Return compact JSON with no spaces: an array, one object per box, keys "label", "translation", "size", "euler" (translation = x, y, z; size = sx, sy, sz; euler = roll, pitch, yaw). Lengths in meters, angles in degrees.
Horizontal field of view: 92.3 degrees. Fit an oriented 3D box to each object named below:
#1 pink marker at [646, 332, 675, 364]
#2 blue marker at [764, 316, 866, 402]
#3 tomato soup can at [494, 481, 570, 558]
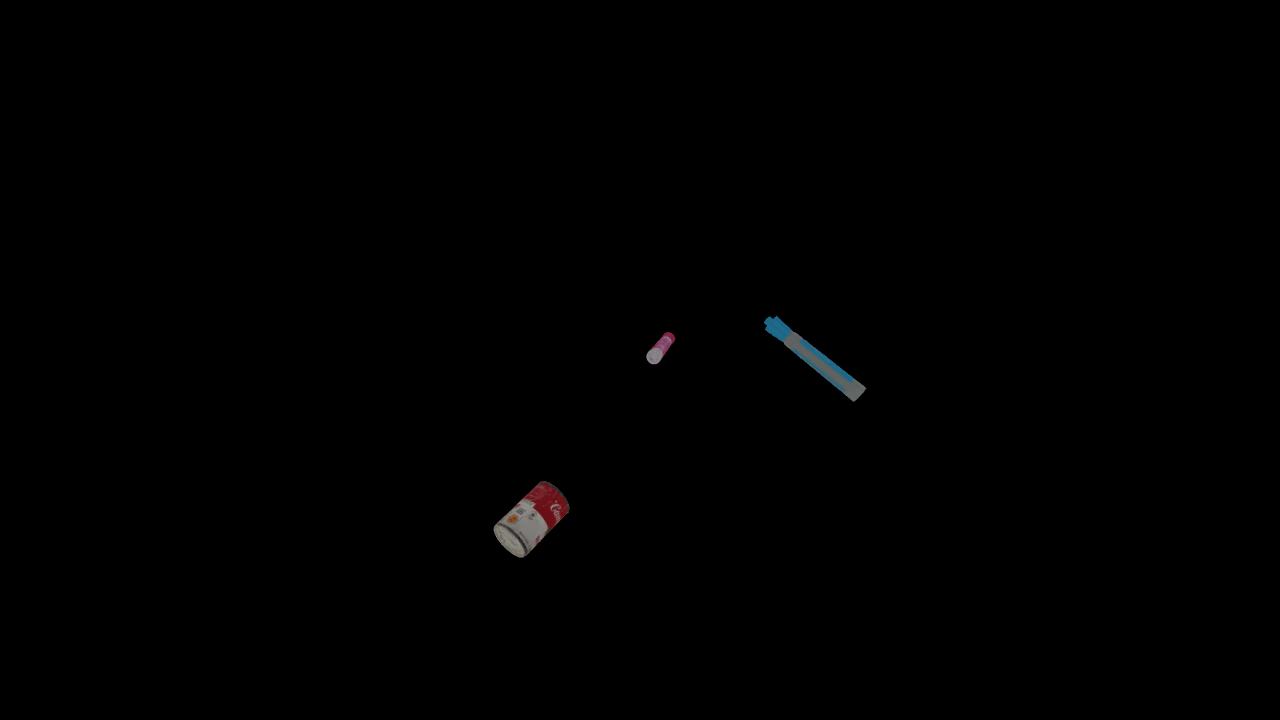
[{"label":"pink marker","translation":[0.029,-0.018,0.821],"size":[0.020,0.020,0.121],"euler":[0,14,12]},{"label":"blue marker","translation":[0.176,-0.004,0.629],"size":[0.121,0.020,0.020],"euler":[41,11,13]},{"label":"tomato soup can","translation":[-0.166,0.244,0.946],"size":[0.068,0.068,0.101],"euler":[0,31,43]}]
